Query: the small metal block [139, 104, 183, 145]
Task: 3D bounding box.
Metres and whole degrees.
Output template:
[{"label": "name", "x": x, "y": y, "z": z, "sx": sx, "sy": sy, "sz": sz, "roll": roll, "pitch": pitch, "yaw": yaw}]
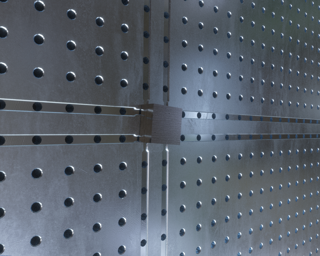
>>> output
[{"label": "small metal block", "x": 0.002, "y": -0.004, "z": 0.412, "sx": 0.050, "sy": 0.025, "sz": 0.050, "roll": 6, "pitch": 86, "yaw": -40}]
